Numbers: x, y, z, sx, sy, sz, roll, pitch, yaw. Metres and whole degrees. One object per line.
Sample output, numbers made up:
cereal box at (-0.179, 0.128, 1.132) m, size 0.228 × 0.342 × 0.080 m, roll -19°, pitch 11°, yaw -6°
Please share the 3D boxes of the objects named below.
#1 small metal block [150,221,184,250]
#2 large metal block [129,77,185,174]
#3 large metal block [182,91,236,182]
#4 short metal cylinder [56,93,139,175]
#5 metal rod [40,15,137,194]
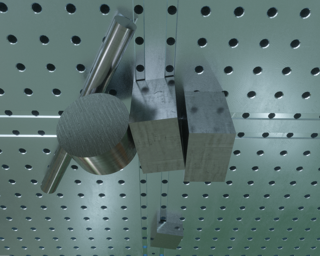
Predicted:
small metal block at (0.012, 0.203, 0.585) m, size 0.050 × 0.025 × 0.050 m, roll 11°, pitch 129°, yaw -10°
large metal block at (-0.001, -0.004, 0.372) m, size 0.050 × 0.080 × 0.080 m, roll -7°, pitch 130°, yaw 5°
large metal block at (0.055, 0.010, 0.385) m, size 0.050 × 0.080 × 0.079 m, roll 1°, pitch 130°, yaw -1°
short metal cylinder at (-0.068, 0.007, 0.353) m, size 0.080 × 0.080 × 0.050 m, roll -7°, pitch 149°, yaw 6°
metal rod at (-0.105, -0.008, 0.403) m, size 0.025 × 0.025 × 0.298 m, roll 22°, pitch 127°, yaw -18°
